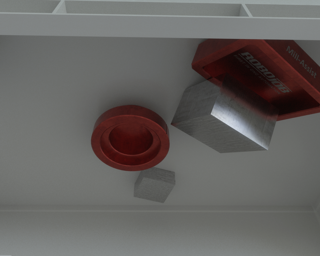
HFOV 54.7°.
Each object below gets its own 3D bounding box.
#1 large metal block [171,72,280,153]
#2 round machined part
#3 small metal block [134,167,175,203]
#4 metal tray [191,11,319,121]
[{"bbox_3d":[0.073,-0.012,0.357,0.080,0.050,0.080,30,161,-21],"label":"large metal block"},{"bbox_3d":[-0.037,0.009,0.405,0.099,0.042,0.097,-1,130,0],"label":"round machined part"},{"bbox_3d":[-0.009,0.088,0.484,0.050,0.025,0.050,16,128,-14],"label":"small metal block"},{"bbox_3d":[0.111,-0.056,0.331,0.131,0.030,0.090,32,155,-25],"label":"metal tray"}]
